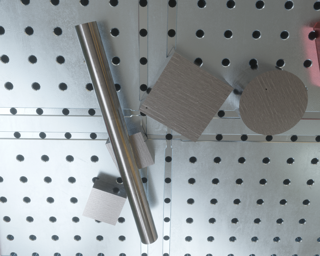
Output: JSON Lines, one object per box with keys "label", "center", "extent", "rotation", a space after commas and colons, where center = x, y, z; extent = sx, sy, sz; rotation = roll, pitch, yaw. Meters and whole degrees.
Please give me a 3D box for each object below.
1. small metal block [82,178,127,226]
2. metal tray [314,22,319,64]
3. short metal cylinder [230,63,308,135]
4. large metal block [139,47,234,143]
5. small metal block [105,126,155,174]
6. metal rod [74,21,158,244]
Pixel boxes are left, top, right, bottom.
{"label": "small metal block", "center": [-0.080, 0.108, 0.453], "extent": [0.050, 0.025, 0.050], "rotation": [20, 109, -8]}
{"label": "metal tray", "center": [0.265, -0.102, 0.375], "extent": [0.131, 0.030, 0.090], "rotation": [-17, 109, 6]}
{"label": "short metal cylinder", "center": [0.133, -0.037, 0.387], "extent": [0.081, 0.050, 0.079], "rotation": [0, 110, 0]}
{"label": "large metal block", "center": [0.030, -0.042, 0.385], "extent": [0.080, 0.050, 0.080], "rotation": [30, 107, -11]}
{"label": "small metal block", "center": [-0.040, 0.031, 0.424], "extent": [0.050, 0.025, 0.050], "rotation": [-20, 109, 7]}
{"label": "metal rod", "center": [-0.049, 0.021, 0.393], "extent": [0.025, 0.025, 0.298], "rotation": [-13, 109, 4]}
